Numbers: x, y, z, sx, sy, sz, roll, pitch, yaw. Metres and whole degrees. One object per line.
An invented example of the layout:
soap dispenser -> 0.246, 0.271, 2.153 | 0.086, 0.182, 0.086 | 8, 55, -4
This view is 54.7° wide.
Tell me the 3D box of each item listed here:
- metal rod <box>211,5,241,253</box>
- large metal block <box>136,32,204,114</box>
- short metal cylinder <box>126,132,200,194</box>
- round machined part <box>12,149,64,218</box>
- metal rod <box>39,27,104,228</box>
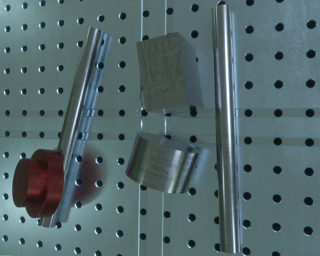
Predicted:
metal rod -> 0.081, 0.001, 0.383 | 0.025, 0.025, 0.298 | -2, 89, 19
large metal block -> 0.015, -0.061, 0.377 | 0.050, 0.080, 0.080 | -9, 87, 19
short metal cylinder -> 0.003, 0.041, 0.382 | 0.080, 0.080, 0.050 | 19, 96, 18
round machined part -> -0.178, 0.078, 0.441 | 0.098, 0.042, 0.098 | -14, 71, 47
metal rod -> -0.131, 0.002, 0.457 | 0.025, 0.025, 0.298 | 17, 96, 19
